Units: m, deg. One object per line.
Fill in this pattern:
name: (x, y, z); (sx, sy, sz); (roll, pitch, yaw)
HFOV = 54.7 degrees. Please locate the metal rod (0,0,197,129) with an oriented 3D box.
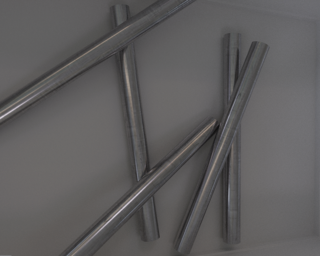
metal rod: (-0.077, -0.085, 0.361); (0.301, 0.025, 0.025); (-36, 102, -9)

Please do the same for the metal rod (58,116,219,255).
metal rod: (-0.026, 0.080, 0.368); (0.302, 0.025, 0.025); (-41, 103, -28)

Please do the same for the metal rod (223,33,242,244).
metal rod: (0.104, 0.015, 0.448); (0.025, 0.025, 0.298); (0, 90, -20)

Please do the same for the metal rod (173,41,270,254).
metal rod: (0.083, 0.026, 0.422); (0.025, 0.025, 0.299); (21, 90, -19)

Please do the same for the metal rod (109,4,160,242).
metal rod: (-0.032, -0.004, 0.398); (0.025, 0.025, 0.298); (-9, 93, -20)
